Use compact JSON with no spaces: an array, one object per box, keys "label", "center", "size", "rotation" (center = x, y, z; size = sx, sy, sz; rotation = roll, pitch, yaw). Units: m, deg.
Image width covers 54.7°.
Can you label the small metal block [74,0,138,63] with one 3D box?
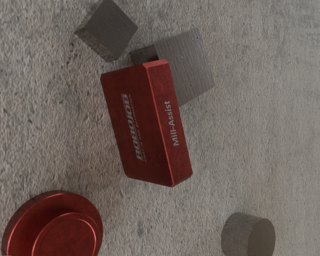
[{"label":"small metal block","center":[-0.060,-0.112,0.354],"size":[0.050,0.025,0.050],"rotation":[41,65,-32]}]

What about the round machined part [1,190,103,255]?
[{"label":"round machined part","center":[-0.100,0.115,0.310],"size":[0.099,0.042,0.097],"rotation":[0,90,-40]}]

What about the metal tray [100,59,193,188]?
[{"label":"metal tray","center":[-0.017,-0.004,0.347],"size":[0.030,0.090,0.129],"rotation":[-22,104,-38]}]

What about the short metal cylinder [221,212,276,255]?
[{"label":"short metal cylinder","center":[0.146,0.184,0.511],"size":[0.081,0.050,0.080],"rotation":[0,90,-40]}]

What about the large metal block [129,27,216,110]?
[{"label":"large metal block","center":[0.018,-0.076,0.403],"size":[0.081,0.050,0.080],"rotation":[-32,110,-35]}]
